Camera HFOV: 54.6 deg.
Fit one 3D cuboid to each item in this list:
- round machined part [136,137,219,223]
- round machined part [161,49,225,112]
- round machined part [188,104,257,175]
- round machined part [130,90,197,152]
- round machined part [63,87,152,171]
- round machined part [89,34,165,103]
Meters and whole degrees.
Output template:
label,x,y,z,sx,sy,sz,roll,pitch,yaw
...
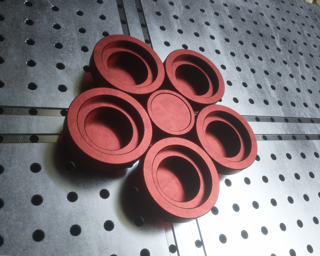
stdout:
label,x,y,z,sx,sy,sz,roll,pitch,yaw
round machined part,0.017,0.063,0.367,0.099,0.042,0.098,13,56,-21
round machined part,0.043,-0.065,0.459,0.099,0.042,0.098,13,56,-21
round machined part,0.081,0.019,0.428,0.099,0.042,0.098,13,56,-21
round machined part,0.006,-0.011,0.406,0.099,0.042,0.098,13,56,-21
round machined part,-0.062,0.005,0.360,0.099,0.042,0.098,13,56,-21
round machined part,-0.047,-0.074,0.417,0.099,0.042,0.098,13,56,-21
